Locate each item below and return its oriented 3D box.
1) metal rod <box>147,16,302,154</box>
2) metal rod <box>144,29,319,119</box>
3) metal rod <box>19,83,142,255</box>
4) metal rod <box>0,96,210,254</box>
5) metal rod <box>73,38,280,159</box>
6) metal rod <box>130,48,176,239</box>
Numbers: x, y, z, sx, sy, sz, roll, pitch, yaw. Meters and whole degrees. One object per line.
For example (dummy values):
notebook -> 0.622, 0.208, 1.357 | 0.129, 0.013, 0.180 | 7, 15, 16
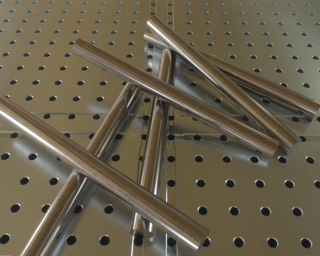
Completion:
metal rod -> 0.078, -0.077, 0.454 | 0.025, 0.025, 0.300 | -30, 62, -23
metal rod -> 0.098, -0.093, 0.486 | 0.300, 0.025, 0.025 | 31, 57, 23
metal rod -> -0.083, 0.037, 0.376 | 0.025, 0.025, 0.301 | 15, 52, 12
metal rod -> -0.083, 0.038, 0.341 | 0.300, 0.025, 0.025 | 29, 56, 22
metal rod -> 0.013, -0.044, 0.413 | 0.301, 0.025, 0.025 | 29, 55, 10
metal rod -> -0.002, -0.006, 0.412 | 0.025, 0.025, 0.300 | 5, 50, 4
